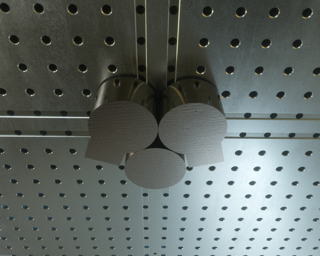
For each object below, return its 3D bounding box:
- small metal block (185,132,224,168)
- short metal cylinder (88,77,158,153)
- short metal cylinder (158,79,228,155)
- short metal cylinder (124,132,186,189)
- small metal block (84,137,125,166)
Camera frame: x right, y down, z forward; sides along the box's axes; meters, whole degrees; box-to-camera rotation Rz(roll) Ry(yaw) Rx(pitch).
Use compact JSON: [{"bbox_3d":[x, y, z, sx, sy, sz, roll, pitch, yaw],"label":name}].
[{"bbox_3d":[0.059,0.025,0.430,0.050,0.025,0.050,-11,130,9],"label":"small metal block"},{"bbox_3d":[-0.043,-0.015,0.377,0.081,0.050,0.079,0,130,0],"label":"short metal cylinder"},{"bbox_3d":[0.038,-0.013,0.380,0.081,0.050,0.079,0,130,0],"label":"short metal cylinder"},{"bbox_3d":[-0.006,0.039,0.423,0.081,0.050,0.079,0,130,0],"label":"short metal cylinder"},{"bbox_3d":[-0.071,0.021,0.424,0.050,0.025,0.050,16,128,-14],"label":"small metal block"}]
